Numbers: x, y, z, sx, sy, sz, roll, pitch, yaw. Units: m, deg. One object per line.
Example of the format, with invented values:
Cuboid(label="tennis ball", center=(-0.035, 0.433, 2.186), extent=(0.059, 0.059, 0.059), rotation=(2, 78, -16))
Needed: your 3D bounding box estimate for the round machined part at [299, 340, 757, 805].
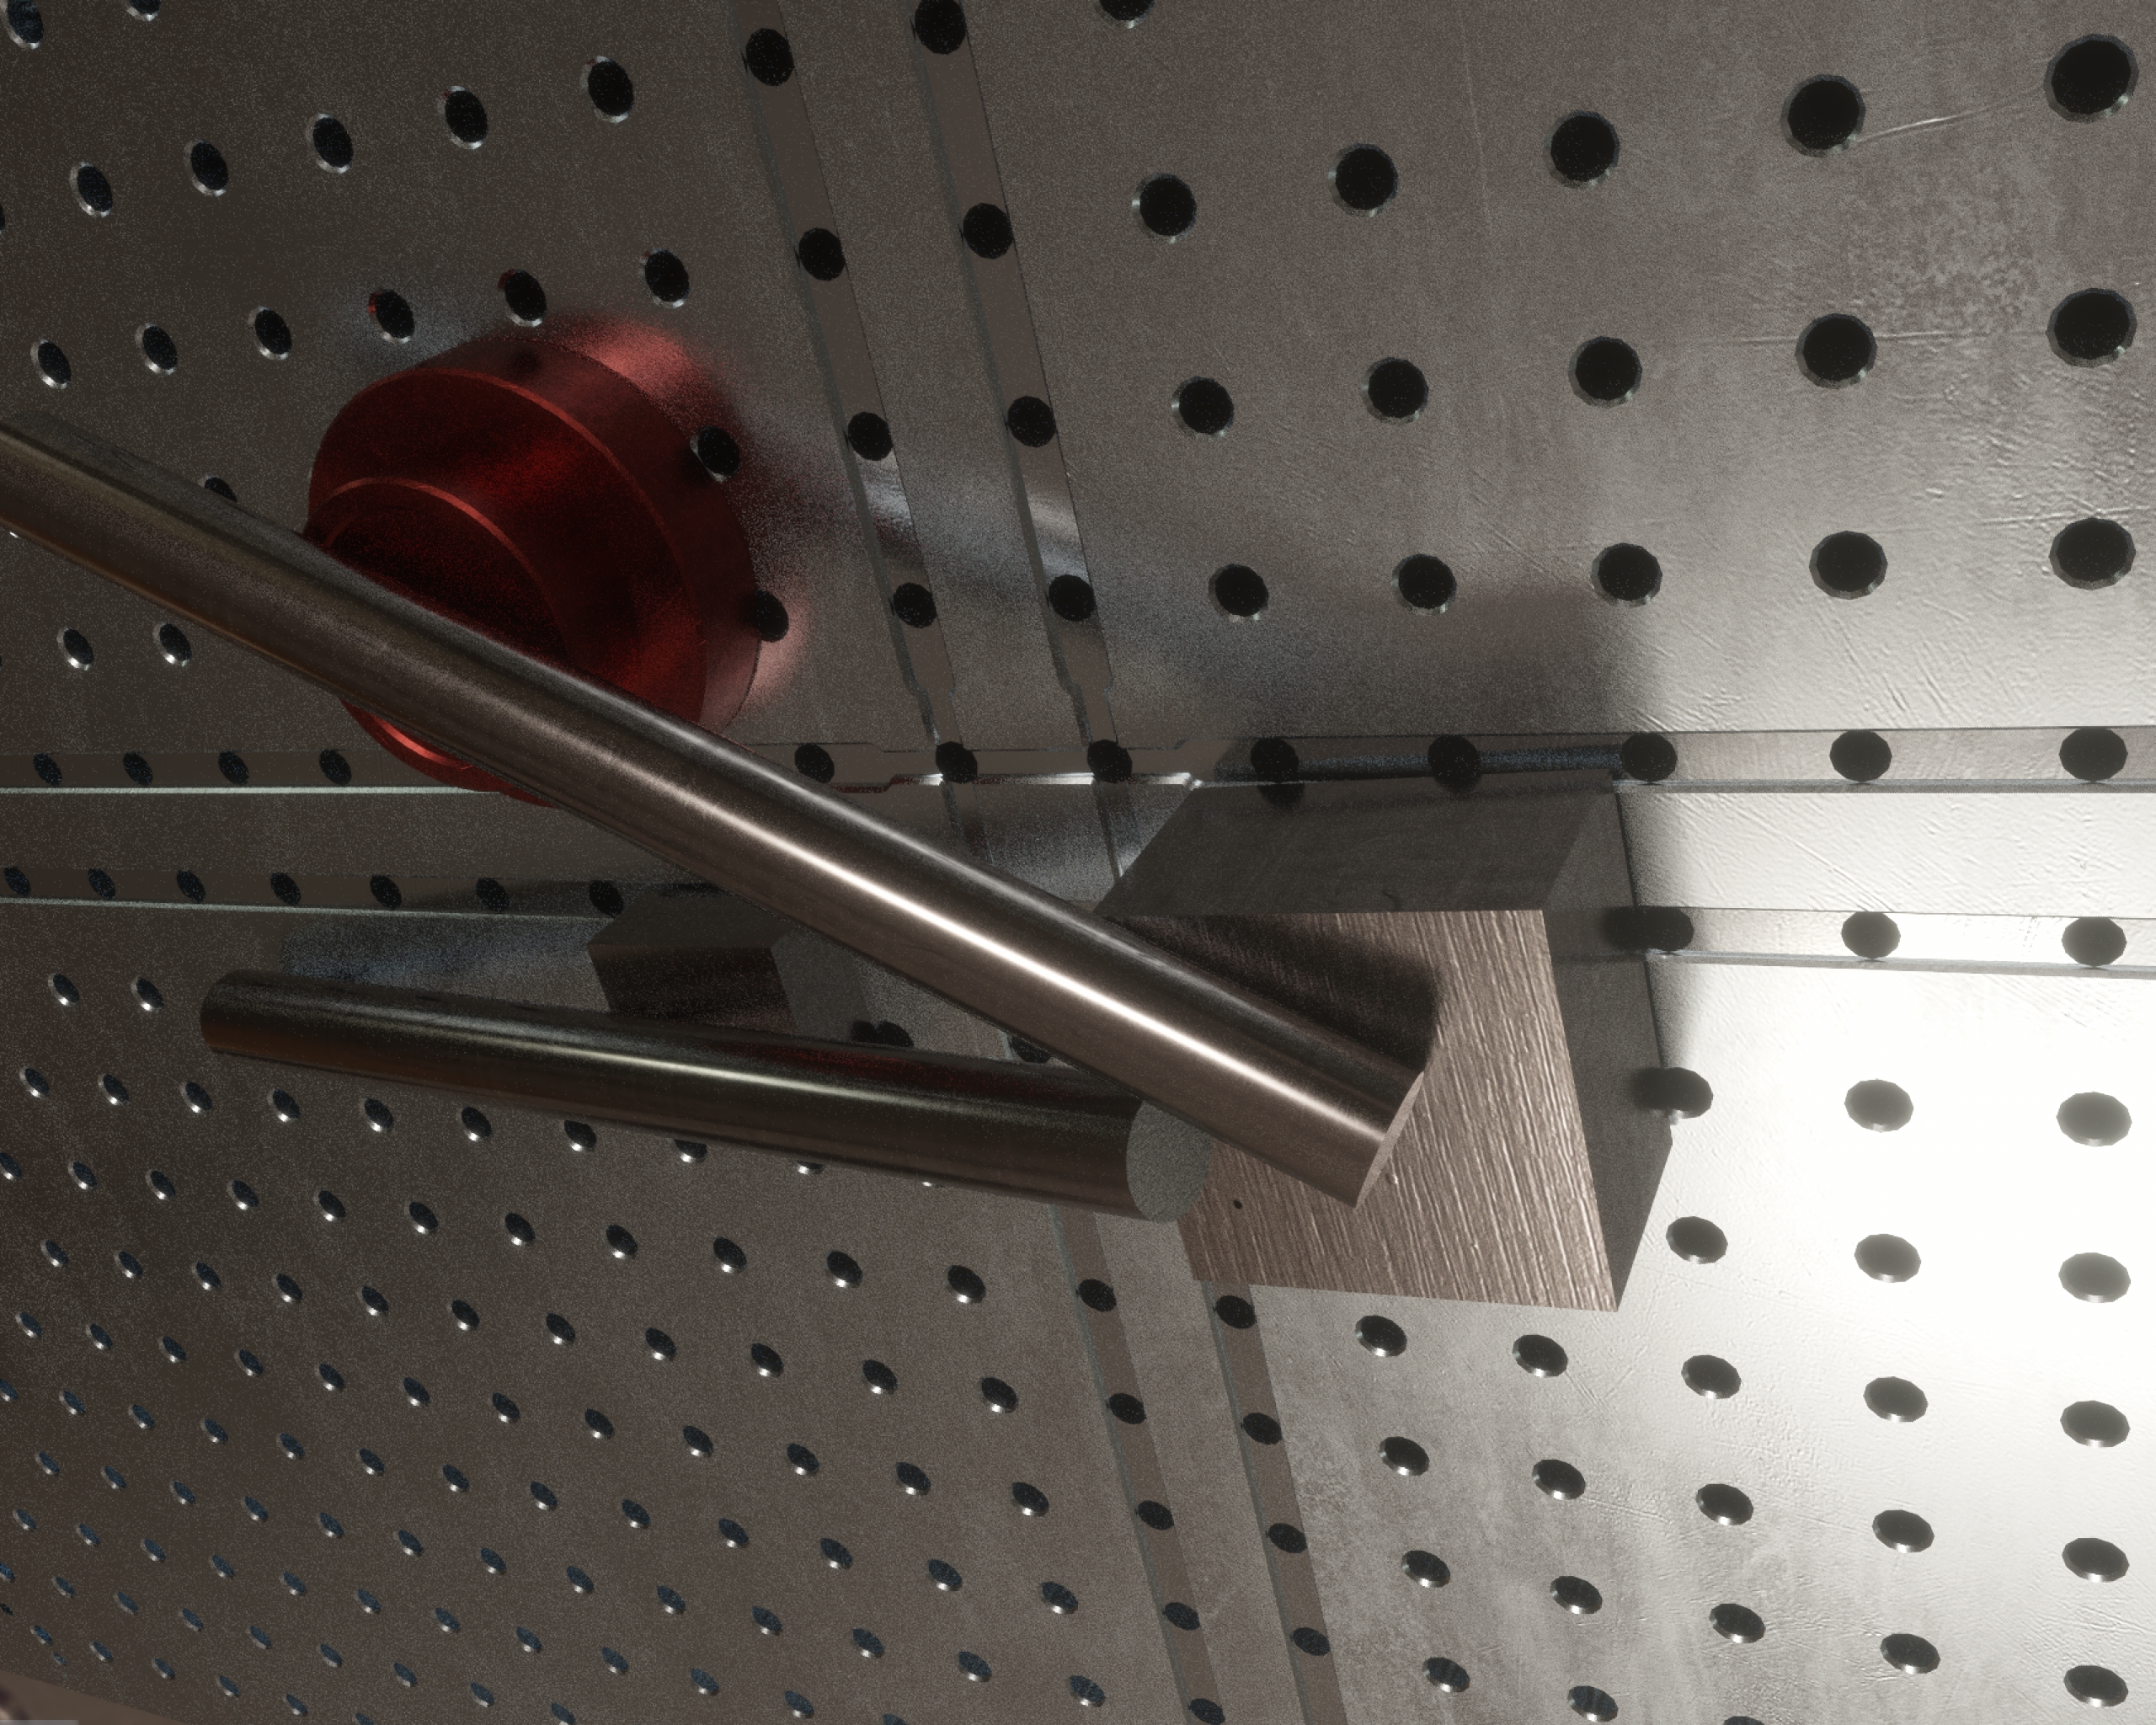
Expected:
Cuboid(label="round machined part", center=(-0.119, -0.053, 0.427), extent=(0.098, 0.042, 0.097), rotation=(13, 124, 20))

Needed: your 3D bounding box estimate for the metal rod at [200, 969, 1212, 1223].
Cuboid(label="metal rod", center=(-0.101, 0.045, 0.455), extent=(0.300, 0.025, 0.025), rotation=(2, 120, 38))

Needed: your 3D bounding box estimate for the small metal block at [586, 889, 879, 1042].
Cuboid(label="small metal block", center=(-0.076, 0.034, 0.471), extent=(0.050, 0.025, 0.050), rotation=(0, 118, 28))

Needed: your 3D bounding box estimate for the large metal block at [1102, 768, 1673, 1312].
Cuboid(label="large metal block", center=(0.057, 0.031, 0.380), extent=(0.080, 0.050, 0.080), rotation=(-2, 118, 28))

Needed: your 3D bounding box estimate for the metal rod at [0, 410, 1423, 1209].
Cuboid(label="metal rod", center=(-0.080, -0.017, 0.379), extent=(0.301, 0.025, 0.025), rotation=(25, 127, 15))
